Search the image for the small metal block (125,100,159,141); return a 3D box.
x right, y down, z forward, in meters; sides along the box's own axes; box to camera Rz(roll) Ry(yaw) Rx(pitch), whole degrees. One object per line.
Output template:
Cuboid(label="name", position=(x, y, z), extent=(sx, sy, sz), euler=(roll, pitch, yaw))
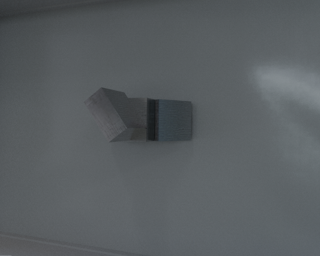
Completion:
Cuboid(label="small metal block", position=(-0.022, -0.010, 0.403), extent=(0.025, 0.050, 0.050), euler=(1, 90, 20))

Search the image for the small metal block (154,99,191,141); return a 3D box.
Cuboid(label="small metal block", position=(0.012, -0.009, 0.389), extent=(0.025, 0.050, 0.050), euler=(1, 90, 54))

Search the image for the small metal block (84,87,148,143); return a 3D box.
Cuboid(label="small metal block", position=(-0.046, -0.013, 0.331), extent=(0.025, 0.050, 0.050), euler=(-37, 78, 17))

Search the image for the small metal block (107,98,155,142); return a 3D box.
Cuboid(label="small metal block", position=(-0.034, -0.010, 0.367), extent=(0.050, 0.025, 0.050), euler=(1, 90, 20))

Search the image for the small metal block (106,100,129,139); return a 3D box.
Cuboid(label="small metal block", position=(-0.057, -0.011, 0.412), extent=(0.025, 0.050, 0.050), euler=(1, 90, -14))
